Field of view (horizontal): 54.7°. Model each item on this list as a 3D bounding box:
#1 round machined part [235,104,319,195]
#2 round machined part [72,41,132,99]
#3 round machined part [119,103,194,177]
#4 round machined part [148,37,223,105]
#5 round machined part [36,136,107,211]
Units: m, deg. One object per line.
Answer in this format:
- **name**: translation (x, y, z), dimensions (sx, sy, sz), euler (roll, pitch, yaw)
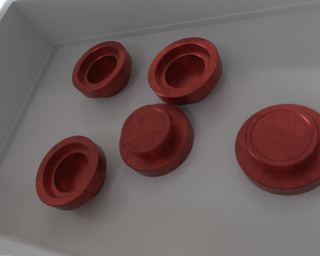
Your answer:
- **round machined part**: translation (0.126, 0.016, 0.319), dimensions (0.098, 0.042, 0.098), euler (-13, 56, 21)
- **round machined part**: translation (-0.087, -0.088, 0.495), dimensions (0.098, 0.042, 0.098), euler (-13, 56, 21)
- **round machined part**: translation (-0.010, 0.009, 0.395), dimensions (0.098, 0.042, 0.098), euler (-13, 56, 21)
- **round machined part**: translation (0.037, -0.072, 0.419), dimensions (0.098, 0.042, 0.098), euler (-13, 56, 21)
- **round machined part**: translation (-0.113, 0.063, 0.416), dimensions (0.098, 0.042, 0.098), euler (-13, 56, 21)
